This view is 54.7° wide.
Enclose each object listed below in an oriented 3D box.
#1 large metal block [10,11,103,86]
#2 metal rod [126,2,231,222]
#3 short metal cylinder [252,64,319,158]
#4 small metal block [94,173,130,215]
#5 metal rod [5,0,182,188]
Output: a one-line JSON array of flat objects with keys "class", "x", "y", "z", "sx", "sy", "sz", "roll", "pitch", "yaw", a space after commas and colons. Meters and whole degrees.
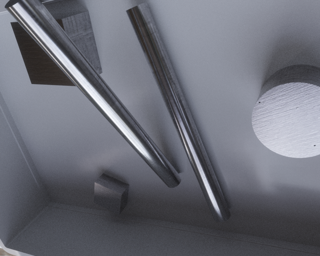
[{"class": "large metal block", "x": -0.129, "y": -0.101, "z": 0.396, "sx": 0.080, "sy": 0.050, "sz": 0.079, "roll": 6, "pitch": 121, "yaw": 25}, {"class": "metal rod", "x": 0.031, "y": -0.004, "z": 0.388, "sx": 0.025, "sy": 0.025, "sz": 0.299, "roll": -11, "pitch": 113, "yaw": 32}, {"class": "short metal cylinder", "x": 0.137, "y": -0.017, "z": 0.309, "sx": 0.080, "sy": 0.050, "sz": 0.079, "roll": 13, "pitch": 124, "yaw": 20}, {"class": "small metal block", "x": -0.082, "y": 0.110, "z": 0.518, "sx": 0.050, "sy": 0.025, "sz": 0.050, "roll": 21, "pitch": 126, "yaw": 15}, {"class": "metal rod", "x": -0.046, "y": -0.014, "z": 0.345, "sx": 0.025, "sy": 0.025, "sz": 0.300, "roll": -5, "pitch": 141, "yaw": 30}]
